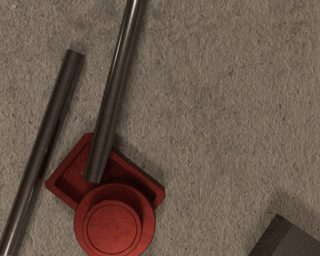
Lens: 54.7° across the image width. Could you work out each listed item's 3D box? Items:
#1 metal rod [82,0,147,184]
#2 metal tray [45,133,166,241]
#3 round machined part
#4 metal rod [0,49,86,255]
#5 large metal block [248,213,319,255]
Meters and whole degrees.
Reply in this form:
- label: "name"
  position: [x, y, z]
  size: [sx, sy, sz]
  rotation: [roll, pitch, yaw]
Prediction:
- label: "metal rod"
  position: [-0.049, -0.080, 0.391]
  size: [0.025, 0.025, 0.299]
  rotation: [13, 83, -1]
- label: "metal tray"
  position: [-0.069, 0.078, 0.406]
  size: [0.130, 0.030, 0.090]
  rotation: [39, 90, -1]
- label: "round machined part"
  position: [-0.055, 0.115, 0.370]
  size: [0.099, 0.042, 0.097]
  rotation: [0, 90, -1]
- label: "metal rod"
  position: [-0.159, 0.042, 0.407]
  size: [0.025, 0.025, 0.298]
  rotation: [19, 90, -1]
- label: "large metal block"
  position: [0.172, 0.172, 0.400]
  size: [0.080, 0.050, 0.080]
  rotation: [34, 90, -1]
